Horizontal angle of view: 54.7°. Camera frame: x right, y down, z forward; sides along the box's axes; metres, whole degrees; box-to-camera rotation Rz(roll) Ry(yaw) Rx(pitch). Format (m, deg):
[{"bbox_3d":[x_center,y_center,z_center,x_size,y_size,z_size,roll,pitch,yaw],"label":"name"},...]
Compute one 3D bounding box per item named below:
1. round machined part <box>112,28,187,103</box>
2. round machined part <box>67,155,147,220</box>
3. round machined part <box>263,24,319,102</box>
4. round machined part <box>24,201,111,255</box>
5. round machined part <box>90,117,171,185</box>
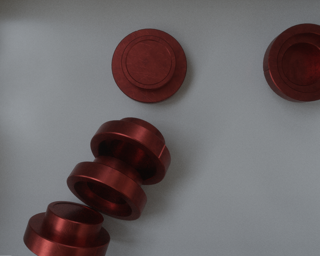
[{"bbox_3d":[-0.014,-0.081,0.403,0.099,0.042,0.097,0,90,-1],"label":"round machined part"},{"bbox_3d":[-0.061,0.071,0.384,0.098,0.097,0.042,27,54,-1],"label":"round machined part"},{"bbox_3d":[0.183,-0.082,0.405,0.099,0.042,0.097,0,90,-1],"label":"round machined part"},{"bbox_3d":[-0.107,0.121,0.374,0.099,0.098,0.042,18,90,-1],"label":"round machined part"},{"bbox_3d":[-0.032,0.025,0.385,0.098,0.097,0.042,27,52,-1],"label":"round machined part"}]
